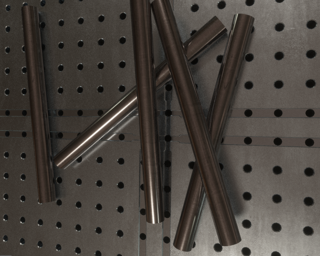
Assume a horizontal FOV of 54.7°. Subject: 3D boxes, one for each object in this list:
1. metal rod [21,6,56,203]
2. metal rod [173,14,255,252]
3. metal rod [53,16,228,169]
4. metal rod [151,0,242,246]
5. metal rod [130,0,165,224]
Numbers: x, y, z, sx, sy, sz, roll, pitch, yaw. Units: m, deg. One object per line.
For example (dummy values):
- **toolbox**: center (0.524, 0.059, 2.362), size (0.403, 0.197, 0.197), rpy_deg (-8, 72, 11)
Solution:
- **metal rod**: center (-0.187, -0.037, 0.476), size (0.025, 0.025, 0.298), rpy_deg (-7, 88, 19)
- **metal rod**: center (0.066, 0.010, 0.388), size (0.025, 0.025, 0.298), rpy_deg (16, 95, 19)
- **metal rod**: center (-0.036, -0.039, 0.424), size (0.300, 0.025, 0.025), rpy_deg (-39, 78, 15)
- **metal rod**: center (0.041, -0.012, 0.369), size (0.025, 0.025, 0.298), rpy_deg (-18, 84, 19)
- **metal rod**: center (-0.016, -0.025, 0.394), size (0.025, 0.025, 0.298), rpy_deg (-1, 98, 19)
